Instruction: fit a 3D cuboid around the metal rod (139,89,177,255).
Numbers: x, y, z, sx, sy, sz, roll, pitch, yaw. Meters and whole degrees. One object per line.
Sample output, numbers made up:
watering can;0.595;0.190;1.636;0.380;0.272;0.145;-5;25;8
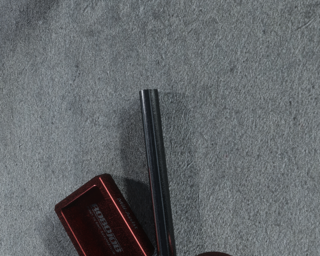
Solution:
metal rod;0.001;0.098;0.407;0.025;0.025;0.298;-7;88;19

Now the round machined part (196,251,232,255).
round machined part;0.071;0.198;0.374;0.098;0.042;0.097;0;90;19

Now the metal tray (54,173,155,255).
metal tray;-0.079;0.141;0.432;0.090;0.030;0.130;-36;79;16
